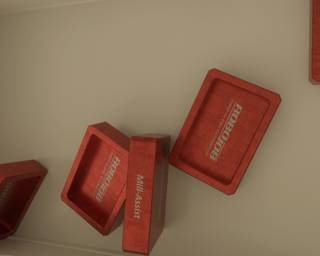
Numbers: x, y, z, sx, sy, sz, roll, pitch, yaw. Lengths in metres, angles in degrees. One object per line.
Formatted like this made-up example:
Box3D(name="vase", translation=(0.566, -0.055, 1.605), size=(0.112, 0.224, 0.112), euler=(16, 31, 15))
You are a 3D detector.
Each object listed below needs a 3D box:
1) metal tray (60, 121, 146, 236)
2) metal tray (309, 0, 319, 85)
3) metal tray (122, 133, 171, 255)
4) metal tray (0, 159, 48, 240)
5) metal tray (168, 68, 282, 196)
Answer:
Box3D(name="metal tray", translation=(-0.075, 0.068, 0.417), size=(0.090, 0.030, 0.129), euler=(34, 113, 18))
Box3D(name="metal tray", translation=(0.212, -0.114, 0.333), size=(0.090, 0.030, 0.129), euler=(1, 90, 19))
Box3D(name="metal tray", translation=(-0.014, 0.073, 0.378), size=(0.030, 0.090, 0.129), euler=(5, 92, 12))
Box3D(name="metal tray", translation=(-0.232, 0.111, 0.455), size=(0.030, 0.090, 0.129), euler=(34, 101, 16))
Box3D(name="metal tray", translation=(0.077, 0.004, 0.380), size=(0.090, 0.030, 0.129), euler=(27, 98, 17))
